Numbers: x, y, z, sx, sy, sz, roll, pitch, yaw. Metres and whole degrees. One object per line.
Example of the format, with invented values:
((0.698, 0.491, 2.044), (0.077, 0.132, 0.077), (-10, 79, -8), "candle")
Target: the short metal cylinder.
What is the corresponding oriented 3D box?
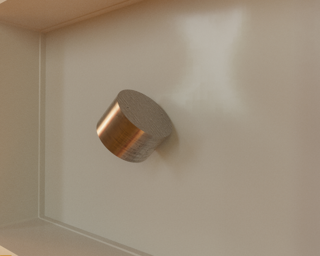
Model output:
((-0.032, -0.003, 0.392), (0.050, 0.081, 0.080), (-49, 62, 29), "short metal cylinder")
